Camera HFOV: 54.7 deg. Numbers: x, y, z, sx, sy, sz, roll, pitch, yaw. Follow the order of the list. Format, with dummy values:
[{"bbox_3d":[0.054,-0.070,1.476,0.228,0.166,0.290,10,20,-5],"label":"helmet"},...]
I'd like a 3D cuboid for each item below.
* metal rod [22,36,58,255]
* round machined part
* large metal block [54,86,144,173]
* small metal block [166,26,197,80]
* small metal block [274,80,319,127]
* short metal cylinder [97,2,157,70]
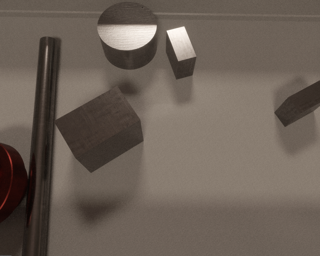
[{"bbox_3d":[-0.153,0.014,0.402,0.025,0.025,0.299,-3,70,-2],"label":"metal rod"},{"bbox_3d":[-0.197,0.066,0.364,0.098,0.042,0.098,-6,72,18],"label":"round machined part"},{"bbox_3d":[-0.069,0.005,0.378,0.080,0.080,0.050,-31,73,-11],"label":"large metal block"},{"bbox_3d":[0.028,-0.104,0.435,0.025,0.050,0.050,-16,71,-6],"label":"small metal block"},{"bbox_3d":[0.188,-0.031,0.410,0.050,0.050,0.025,-27,73,-10],"label":"small metal block"},{"bbox_3d":[-0.045,-0.131,0.444,0.081,0.050,0.080,0,70,0],"label":"short metal cylinder"}]
